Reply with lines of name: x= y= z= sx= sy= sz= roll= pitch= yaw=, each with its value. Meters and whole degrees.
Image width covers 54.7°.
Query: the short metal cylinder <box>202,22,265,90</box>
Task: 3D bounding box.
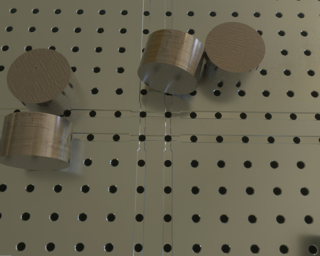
short metal cylinder: x=0.100 y=-0.101 z=0.436 sx=0.081 sy=0.050 sz=0.080 roll=0 pitch=70 yaw=0

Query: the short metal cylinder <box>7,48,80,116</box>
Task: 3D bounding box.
short metal cylinder: x=-0.155 y=-0.059 z=0.418 sx=0.081 sy=0.050 sz=0.080 roll=0 pitch=70 yaw=0

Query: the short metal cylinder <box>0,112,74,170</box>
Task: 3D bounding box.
short metal cylinder: x=-0.148 y=0.018 z=0.374 sx=0.081 sy=0.080 sz=0.050 roll=0 pitch=70 yaw=0

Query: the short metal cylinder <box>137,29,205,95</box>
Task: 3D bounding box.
short metal cylinder: x=0.015 y=-0.086 z=0.414 sx=0.080 sy=0.080 sz=0.050 roll=13 pitch=71 yaw=4
